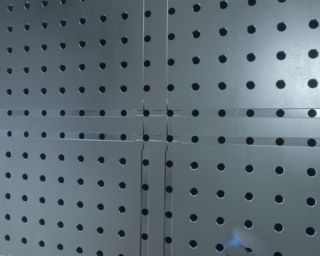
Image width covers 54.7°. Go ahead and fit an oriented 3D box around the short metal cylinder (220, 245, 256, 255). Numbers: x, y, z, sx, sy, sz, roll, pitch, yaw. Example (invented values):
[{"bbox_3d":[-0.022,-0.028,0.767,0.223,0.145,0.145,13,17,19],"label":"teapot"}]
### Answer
[{"bbox_3d":[0.096,0.181,0.350,0.080,0.080,0.050,33,101,17],"label":"short metal cylinder"}]
